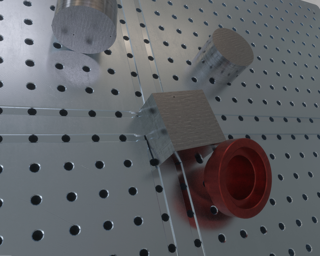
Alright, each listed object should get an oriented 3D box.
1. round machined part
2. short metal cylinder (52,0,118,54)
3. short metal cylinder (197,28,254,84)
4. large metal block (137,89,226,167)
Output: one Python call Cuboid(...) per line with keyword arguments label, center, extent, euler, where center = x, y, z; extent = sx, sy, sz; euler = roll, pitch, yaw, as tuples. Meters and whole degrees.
Cuboid(label="round machined part", center=(0.095, 0.063, 0.395), extent=(0.099, 0.042, 0.097), euler=(5, 82, -35))
Cuboid(label="short metal cylinder", center=(-0.097, -0.145, 0.409), extent=(0.081, 0.080, 0.050), euler=(11, 57, -22))
Cuboid(label="short metal cylinder", center=(0.110, -0.122, 0.525), extent=(0.081, 0.050, 0.080), euler=(14, 56, -21))
Cuboid(label="large metal block", center=(0.027, -0.001, 0.407), extent=(0.081, 0.050, 0.080), euler=(-8, 66, -32))
